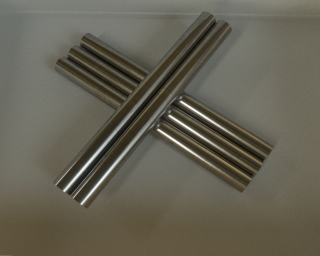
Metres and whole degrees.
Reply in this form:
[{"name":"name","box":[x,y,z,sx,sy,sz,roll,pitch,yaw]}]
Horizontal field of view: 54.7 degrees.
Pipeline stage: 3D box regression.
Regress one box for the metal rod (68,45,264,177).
[{"name":"metal rod","box":[-0.001,-0.028,0.418,0.301,0.025,0.025,33,73,11]}]

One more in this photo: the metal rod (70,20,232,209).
[{"name":"metal rod","box":[-0.001,-0.029,0.392,0.025,0.025,0.300,36,74,12]}]

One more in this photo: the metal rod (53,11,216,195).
[{"name":"metal rod","box":[-0.022,-0.042,0.397,0.025,0.025,0.300,36,74,12]}]

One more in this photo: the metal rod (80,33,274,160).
[{"name":"metal rod","box":[0.015,-0.048,0.425,0.300,0.025,0.025,33,73,11]}]

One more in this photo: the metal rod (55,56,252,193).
[{"name":"metal rod","box":[-0.017,-0.010,0.412,0.301,0.025,0.025,33,73,11]}]
